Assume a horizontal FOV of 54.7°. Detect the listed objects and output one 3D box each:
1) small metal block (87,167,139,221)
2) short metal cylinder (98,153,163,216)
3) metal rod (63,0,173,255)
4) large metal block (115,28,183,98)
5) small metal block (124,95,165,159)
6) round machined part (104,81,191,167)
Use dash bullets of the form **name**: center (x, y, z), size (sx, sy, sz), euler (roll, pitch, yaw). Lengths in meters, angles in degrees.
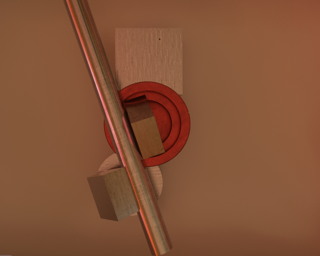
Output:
- **small metal block**: center (-0.054, 0.073, 0.345), size (0.025, 0.050, 0.050), euler (-19, 90, -34)
- **short metal cylinder**: center (-0.037, 0.066, 0.398), size (0.081, 0.050, 0.079), euler (0, 90, -1)
- **metal rod**: center (-0.047, -0.007, 0.340), size (0.025, 0.025, 0.298), euler (-19, 90, 0)
- **large metal block**: center (-0.013, -0.080, 0.396), size (0.081, 0.050, 0.079), euler (0, 90, -1)
- **small metal block**: center (-0.018, -0.002, 0.349), size (0.025, 0.050, 0.050), euler (-19, 125, -4)
- **round machined part**: center (-0.014, -0.005, 0.372), size (0.099, 0.042, 0.097), euler (0, 90, -1)
